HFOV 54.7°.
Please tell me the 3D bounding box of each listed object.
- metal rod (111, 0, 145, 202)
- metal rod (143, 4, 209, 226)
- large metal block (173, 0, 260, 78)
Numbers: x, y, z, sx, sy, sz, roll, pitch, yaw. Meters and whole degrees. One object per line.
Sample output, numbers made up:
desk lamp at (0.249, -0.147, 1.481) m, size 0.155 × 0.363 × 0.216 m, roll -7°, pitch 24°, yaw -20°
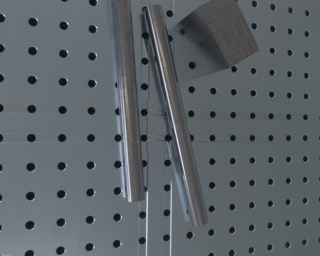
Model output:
metal rod at (-0.042, -0.056, 0.396) m, size 0.025 × 0.025 × 0.298 m, roll -5°, pitch 92°, yaw -20°
metal rod at (0.023, -0.013, 0.420) m, size 0.025 × 0.025 × 0.298 m, roll -14°, pitch 95°, yaw -20°
large metal block at (0.071, -0.119, 0.409) m, size 0.050 × 0.080 × 0.080 m, roll -32°, pitch 101°, yaw -17°
